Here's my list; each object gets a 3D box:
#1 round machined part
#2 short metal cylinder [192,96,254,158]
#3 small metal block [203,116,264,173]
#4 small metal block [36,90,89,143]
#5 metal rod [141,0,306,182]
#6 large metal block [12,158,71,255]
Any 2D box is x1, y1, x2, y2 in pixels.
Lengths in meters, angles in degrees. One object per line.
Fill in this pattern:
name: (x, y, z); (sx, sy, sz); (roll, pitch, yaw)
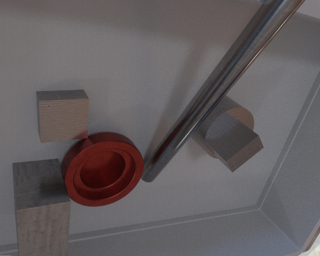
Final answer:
round machined part: (-0.074, 0.047, 0.388); (0.099, 0.042, 0.097); (-14, 125, -21)
short metal cylinder: (0.084, -0.003, 0.439); (0.081, 0.050, 0.079); (-14, 124, -21)
small metal block: (0.093, 0.020, 0.393); (0.050, 0.050, 0.025); (-38, 130, -3)
small metal block: (-0.108, -0.014, 0.342); (0.050, 0.025, 0.050); (-6, 121, -26)
metal rod: (0.042, -0.020, 0.340); (0.025, 0.025, 0.298); (1, 144, -29)
large metal block: (-0.138, 0.093, 0.356); (0.050, 0.080, 0.079); (-4, 120, -27)
